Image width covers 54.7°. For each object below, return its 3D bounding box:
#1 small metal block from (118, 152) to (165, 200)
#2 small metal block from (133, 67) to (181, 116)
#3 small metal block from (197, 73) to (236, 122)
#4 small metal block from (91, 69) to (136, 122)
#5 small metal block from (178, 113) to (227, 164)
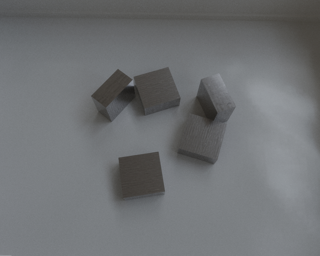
[{"bbox_3d":[-0.023,0.060,0.387,0.050,0.025,0.050,-8,70,-4],"label":"small metal block"},{"bbox_3d":[-0.004,-0.051,0.428,0.050,0.025,0.050,-17,71,-7],"label":"small metal block"},{"bbox_3d":[0.073,-0.036,0.410,0.025,0.050,0.050,-20,71,-7],"label":"small metal block"},{"bbox_3d":[-0.060,-0.042,0.411,0.025,0.050,0.050,37,74,12],"label":"small metal block"},{"bbox_3d":[0.055,0.014,0.405,0.050,0.025,0.050,17,71,5],"label":"small metal block"}]
